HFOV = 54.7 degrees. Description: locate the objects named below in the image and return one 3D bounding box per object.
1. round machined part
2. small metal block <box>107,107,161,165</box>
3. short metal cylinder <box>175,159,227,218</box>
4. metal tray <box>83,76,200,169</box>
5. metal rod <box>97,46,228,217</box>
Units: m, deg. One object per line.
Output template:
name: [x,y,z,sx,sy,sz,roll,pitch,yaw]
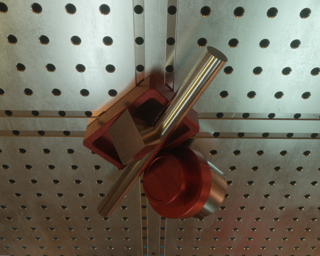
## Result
round machined part: [0.015,0.069,0.409,0.098,0.098,0.042,-38,143,27]
small metal block: [-0.032,0.010,0.375,0.025,0.050,0.050,-9,156,-45]
short metal cylinder: [0.048,0.081,0.444,0.080,0.080,0.050,-36,122,26]
metal tray: [-0.025,0.002,0.409,0.130,0.030,0.090,-35,122,26]
metal rod: [-0.014,0.026,0.394,0.025,0.025,0.298,22,127,-18]
